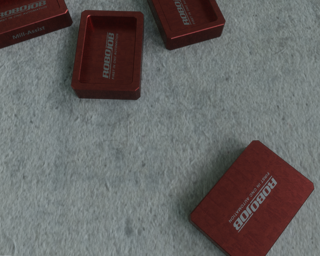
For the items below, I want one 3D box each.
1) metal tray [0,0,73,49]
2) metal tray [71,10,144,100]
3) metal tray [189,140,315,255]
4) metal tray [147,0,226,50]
[{"bbox_3d":[-0.210,-0.179,0.468,0.131,0.030,0.090,-21,72,-8],"label":"metal tray"},{"bbox_3d":[-0.071,-0.106,0.443,0.091,0.030,0.130,2,70,0],"label":"metal tray"},{"bbox_3d":[0.109,0.090,0.374,0.090,0.030,0.130,41,74,13],"label":"metal tray"},{"bbox_3d":[0.033,-0.190,0.475,0.091,0.030,0.130,-17,71,-7],"label":"metal tray"}]
